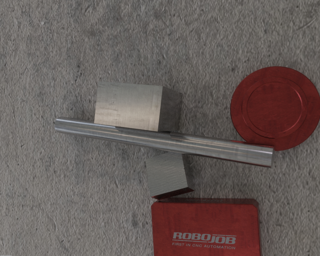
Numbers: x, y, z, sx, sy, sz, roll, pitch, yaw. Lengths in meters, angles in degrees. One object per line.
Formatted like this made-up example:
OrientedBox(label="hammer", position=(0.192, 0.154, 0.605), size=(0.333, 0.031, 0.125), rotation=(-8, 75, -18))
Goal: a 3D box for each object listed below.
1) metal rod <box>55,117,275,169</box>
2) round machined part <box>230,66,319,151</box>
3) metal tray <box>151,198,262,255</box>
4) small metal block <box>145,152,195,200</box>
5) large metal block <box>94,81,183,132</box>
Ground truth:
OrientedBox(label="metal rod", position=(-0.013, 0.013, 0.396), size=(0.301, 0.025, 0.025), rotation=(8, 93, 26))
OrientedBox(label="round machined part", position=(0.130, -0.022, 0.354), size=(0.098, 0.042, 0.097), rotation=(0, 90, 20))
OrientedBox(label="metal tray", position=(0.057, 0.135, 0.386), size=(0.130, 0.030, 0.089), rotation=(-4, 89, 19))
OrientedBox(label="small metal block", position=(0.012, 0.060, 0.396), size=(0.050, 0.025, 0.050), rotation=(-19, 62, 19))
OrientedBox(label="large metal block", position=(-0.024, -0.026, 0.388), size=(0.080, 0.080, 0.050), rotation=(7, 93, 20))
